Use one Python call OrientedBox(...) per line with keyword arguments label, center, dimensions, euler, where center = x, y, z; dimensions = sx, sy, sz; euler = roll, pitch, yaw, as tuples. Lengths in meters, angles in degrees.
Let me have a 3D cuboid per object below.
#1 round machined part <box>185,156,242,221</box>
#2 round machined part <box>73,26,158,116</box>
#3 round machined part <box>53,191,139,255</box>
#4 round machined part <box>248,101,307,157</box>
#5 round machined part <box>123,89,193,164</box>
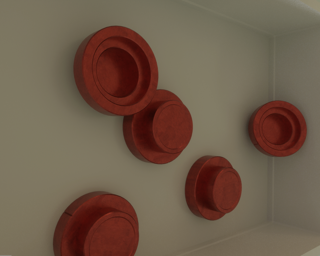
OrientedBox(label="round machined part", center=(0.088, 0.092, 0.472), dimensions=(0.099, 0.042, 0.097), euler=(0, 90, -40))
OrientedBox(label="round machined part", center=(-0.053, -0.062, 0.353), dimensions=(0.099, 0.042, 0.097), euler=(0, 90, -40))
OrientedBox(label="round machined part", center=(-0.063, 0.123, 0.345), dimensions=(0.099, 0.042, 0.097), euler=(0, 90, -40))
OrientedBox(label="round machined part", center=(0.203, 0.003, 0.551), dimensions=(0.099, 0.042, 0.097), euler=(1, 83, -7))
OrientedBox(label="round machined part", center=(0.005, -0.001, 0.401), dimensions=(0.099, 0.042, 0.097), euler=(0, 90, -40))
